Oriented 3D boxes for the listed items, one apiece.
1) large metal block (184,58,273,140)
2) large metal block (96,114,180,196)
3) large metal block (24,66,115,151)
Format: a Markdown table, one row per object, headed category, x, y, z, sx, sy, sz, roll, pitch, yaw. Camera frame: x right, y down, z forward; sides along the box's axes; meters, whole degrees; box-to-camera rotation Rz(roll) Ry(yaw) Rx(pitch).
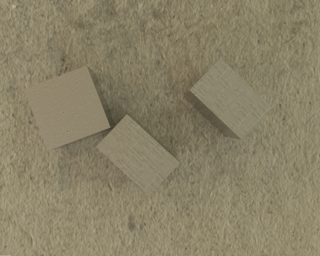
| category | x | y | z | sx | sy | sz | roll | pitch | yaw |
| --- | --- | --- | --- | --- | --- | --- | --- | --- | --- |
| large metal block | 0.079 | -0.033 | 0.384 | 0.080 | 0.080 | 0.050 | 44 | 90 | -1 |
| large metal block | -0.024 | 0.030 | 0.382 | 0.080 | 0.080 | 0.050 | 43 | 90 | -1 |
| large metal block | -0.111 | -0.024 | 0.396 | 0.080 | 0.050 | 0.080 | -21 | 90 | -1 |
